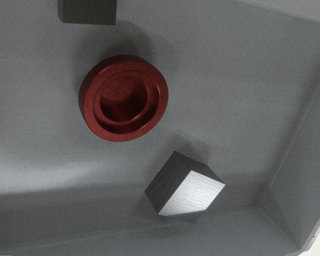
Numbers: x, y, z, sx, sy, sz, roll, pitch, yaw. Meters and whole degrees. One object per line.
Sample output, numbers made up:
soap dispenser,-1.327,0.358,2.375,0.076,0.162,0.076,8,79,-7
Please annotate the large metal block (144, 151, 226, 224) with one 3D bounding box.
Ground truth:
large metal block,0.038,0.092,0.472,0.080,0.050,0.080,27,103,-38

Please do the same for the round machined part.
round machined part,-0.044,-0.036,0.353,0.099,0.042,0.097,-14,125,-21

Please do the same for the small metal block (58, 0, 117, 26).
small metal block,-0.069,-0.127,0.294,0.050,0.025,0.050,-6,121,-26
